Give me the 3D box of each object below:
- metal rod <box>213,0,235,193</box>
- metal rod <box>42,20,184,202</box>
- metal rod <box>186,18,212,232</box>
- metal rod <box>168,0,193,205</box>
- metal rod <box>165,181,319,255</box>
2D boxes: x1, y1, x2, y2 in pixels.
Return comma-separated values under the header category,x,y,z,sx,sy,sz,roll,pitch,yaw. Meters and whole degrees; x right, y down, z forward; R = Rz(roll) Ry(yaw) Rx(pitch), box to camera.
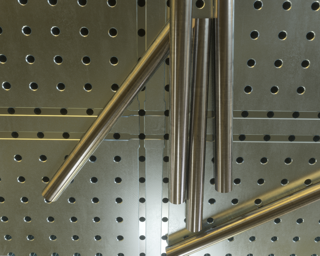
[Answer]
category,x,y,z,sx,sy,sz,roll,pitch,yaw
metal rod,0.081,-0.052,0.395,0.025,0.025,0.298,-4,110,1
metal rod,-0.067,-0.014,0.407,0.025,0.025,0.299,36,106,-13
metal rod,0.050,0.010,0.417,0.025,0.025,0.298,-1,110,0
metal rod,0.024,-0.030,0.385,0.025,0.025,0.298,-1,117,0
metal rod,0.147,0.133,0.464,0.301,0.025,0.025,-26,108,9
